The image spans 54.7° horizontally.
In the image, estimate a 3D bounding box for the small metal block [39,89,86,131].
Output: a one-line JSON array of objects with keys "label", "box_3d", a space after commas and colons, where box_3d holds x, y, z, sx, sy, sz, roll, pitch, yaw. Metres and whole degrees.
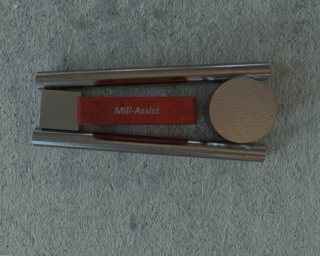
[{"label": "small metal block", "box_3d": [-0.128, -0.023, 0.411, 0.050, 0.025, 0.050, 4, 90, 0]}]

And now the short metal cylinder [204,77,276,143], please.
[{"label": "short metal cylinder", "box_3d": [0.100, -0.022, 0.399, 0.081, 0.050, 0.079, 0, 90, 0]}]

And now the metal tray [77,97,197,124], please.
[{"label": "metal tray", "box_3d": [-0.024, -0.019, 0.377, 0.131, 0.090, 0.030, 0, 90, 0]}]

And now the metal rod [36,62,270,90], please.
[{"label": "metal rod", "box_3d": [-0.009, -0.069, 0.411, 0.302, 0.025, 0.025, -3, 90, 0]}]

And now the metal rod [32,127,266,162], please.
[{"label": "metal rod", "box_3d": [-0.014, 0.022, 0.411, 0.302, 0.025, 0.025, 4, 90, 0]}]
